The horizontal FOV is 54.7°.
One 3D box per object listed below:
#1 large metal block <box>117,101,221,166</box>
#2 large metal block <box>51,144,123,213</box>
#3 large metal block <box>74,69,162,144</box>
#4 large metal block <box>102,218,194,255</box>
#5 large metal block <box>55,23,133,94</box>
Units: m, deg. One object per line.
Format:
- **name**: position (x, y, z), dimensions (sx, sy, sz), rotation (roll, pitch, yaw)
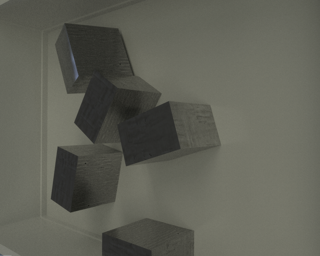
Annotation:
- **large metal block**: position (0.011, 0.008, 0.362), dimensions (0.080, 0.081, 0.050), rotation (-22, 77, 38)
- **large metal block**: position (-0.107, 0.070, 0.460), dimensions (0.050, 0.081, 0.079), rotation (17, 101, 39)
- **large metal block**: position (-0.056, -0.027, 0.418), dimensions (0.050, 0.081, 0.079), rotation (40, 115, 32)
- **large metal block**: position (-0.014, 0.153, 0.383), dimensions (0.080, 0.081, 0.050), rotation (1, 91, 40)
- **large metal block**: position (-0.095, -0.097, 0.443), dimensions (0.050, 0.081, 0.080), rotation (-36, 67, 50)
